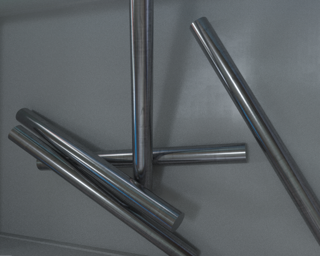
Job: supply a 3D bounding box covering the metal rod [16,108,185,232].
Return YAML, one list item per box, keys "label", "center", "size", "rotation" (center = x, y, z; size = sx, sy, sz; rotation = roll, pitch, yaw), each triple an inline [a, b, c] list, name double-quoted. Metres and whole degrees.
- label: "metal rod"
  center: [-0.097, 0.042, 0.414]
  size: [0.300, 0.025, 0.025]
  rotation: [28, 99, 28]

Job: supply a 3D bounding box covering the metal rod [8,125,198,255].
- label: "metal rod"
  center: [-0.083, 0.088, 0.419]
  size: [0.301, 0.025, 0.025]
  rotation: [33, 101, 9]

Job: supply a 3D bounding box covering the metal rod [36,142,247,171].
- label: "metal rod"
  center: [-0.038, 0.041, 0.422]
  size: [0.301, 0.025, 0.025]
  rotation: [-5, 89, 19]

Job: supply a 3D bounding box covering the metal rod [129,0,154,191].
- label: "metal rod"
  center: [-0.020, -0.041, 0.352]
  size: [0.025, 0.025, 0.298]
  rotation: [10, 115, 19]

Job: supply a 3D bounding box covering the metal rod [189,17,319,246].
- label: "metal rod"
  center: [0.119, -0.003, 0.368]
  size: [0.025, 0.025, 0.299]
  rotation: [-31, 80, 17]
